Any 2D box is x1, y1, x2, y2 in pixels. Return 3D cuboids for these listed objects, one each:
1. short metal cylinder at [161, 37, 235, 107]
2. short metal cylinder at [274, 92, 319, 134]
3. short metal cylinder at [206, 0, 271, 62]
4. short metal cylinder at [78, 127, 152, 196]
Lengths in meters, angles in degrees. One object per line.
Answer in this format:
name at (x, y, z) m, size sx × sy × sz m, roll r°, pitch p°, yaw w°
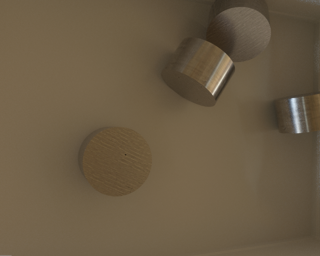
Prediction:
short metal cylinder at (0.049, -0.071, 0.400) m, size 0.080 × 0.080 × 0.050 m, roll 35°, pitch 79°, yaw -17°
short metal cylinder at (0.216, -0.024, 0.463) m, size 0.081 × 0.080 × 0.050 m, roll -12°, pitch 95°, yaw -20°
short metal cylinder at (0.104, -0.136, 0.414) m, size 0.080 × 0.080 × 0.050 m, roll 29°, pitch 47°, yaw -18°
short metal cylinder at (-0.056, 0.038, 0.377) m, size 0.081 × 0.050 × 0.079 m, roll 0°, pitch 90°, yaw -21°
